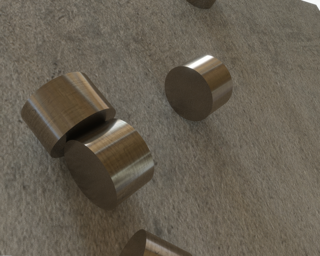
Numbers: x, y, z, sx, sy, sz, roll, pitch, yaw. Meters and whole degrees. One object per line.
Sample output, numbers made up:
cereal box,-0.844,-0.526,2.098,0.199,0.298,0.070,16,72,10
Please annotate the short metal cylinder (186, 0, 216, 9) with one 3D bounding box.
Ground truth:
short metal cylinder,0.083,-0.282,0.607,0.081,0.050,0.080,14,56,-21

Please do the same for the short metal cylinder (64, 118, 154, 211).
short metal cylinder,-0.053,0.037,0.319,0.050,0.080,0.080,-33,81,-38

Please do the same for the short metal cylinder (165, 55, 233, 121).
short metal cylinder,0.053,-0.056,0.433,0.050,0.080,0.080,-34,81,-38

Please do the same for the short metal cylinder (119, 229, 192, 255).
short metal cylinder,-0.011,0.140,0.278,0.050,0.080,0.080,31,52,-9

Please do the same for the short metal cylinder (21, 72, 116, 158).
short metal cylinder,-0.094,-0.013,0.326,0.081,0.080,0.050,-33,79,-38
